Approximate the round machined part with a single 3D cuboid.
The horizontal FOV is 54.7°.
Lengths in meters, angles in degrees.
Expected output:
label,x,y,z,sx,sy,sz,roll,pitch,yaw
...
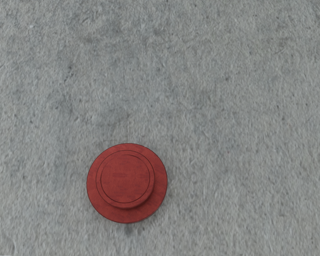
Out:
label,x,y,z,sx,sy,sz,roll,pitch,yaw
round machined part,-0.040,0.064,0.375,0.099,0.042,0.098,0,70,-1
